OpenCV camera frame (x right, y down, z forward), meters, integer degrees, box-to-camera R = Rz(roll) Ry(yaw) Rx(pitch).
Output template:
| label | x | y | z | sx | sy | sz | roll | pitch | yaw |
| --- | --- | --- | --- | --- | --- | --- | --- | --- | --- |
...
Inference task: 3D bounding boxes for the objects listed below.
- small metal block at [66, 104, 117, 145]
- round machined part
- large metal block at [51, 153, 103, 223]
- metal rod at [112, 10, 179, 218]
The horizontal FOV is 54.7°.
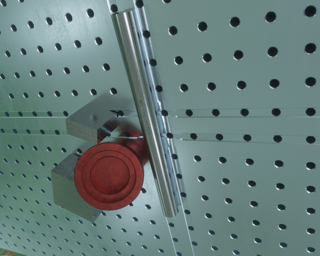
| label | x | y | z | sx | sy | sz | roll | pitch | yaw |
| --- | --- | --- | --- | --- | --- | --- | --- | --- | --- |
| small metal block | -0.096 | -0.007 | 0.440 | 0.050 | 0.050 | 0.025 | 18 | 125 | 17 |
| round machined part | -0.073 | 0.068 | 0.458 | 0.099 | 0.042 | 0.097 | 0 | 93 | -2 |
| large metal block | -0.132 | 0.101 | 0.524 | 0.080 | 0.050 | 0.079 | 21 | 128 | 15 |
| metal rod | -0.013 | -0.001 | 0.415 | 0.025 | 0.025 | 0.298 | 2 | 119 | 27 |
